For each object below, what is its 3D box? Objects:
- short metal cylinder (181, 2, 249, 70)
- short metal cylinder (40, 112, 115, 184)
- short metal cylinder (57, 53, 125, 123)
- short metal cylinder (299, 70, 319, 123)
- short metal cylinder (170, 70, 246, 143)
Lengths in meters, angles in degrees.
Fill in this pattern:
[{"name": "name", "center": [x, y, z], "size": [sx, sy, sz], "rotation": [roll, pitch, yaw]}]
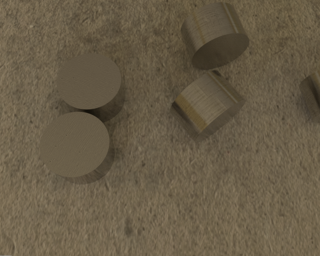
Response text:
[{"name": "short metal cylinder", "center": [0.074, -0.124, 0.425], "size": [0.081, 0.080, 0.050], "rotation": [-15, 71, -6]}, {"name": "short metal cylinder", "center": [-0.099, 0.026, 0.384], "size": [0.081, 0.050, 0.080], "rotation": [0, 70, 0]}, {"name": "short metal cylinder", "center": [-0.089, -0.052, 0.413], "size": [0.081, 0.050, 0.080], "rotation": [0, 70, 0]}, {"name": "short metal cylinder", "center": [0.229, -0.045, 0.398], "size": [0.081, 0.080, 0.050], "rotation": [-12, 71, -5]}, {"name": "short metal cylinder", "center": [0.059, -0.026, 0.389], "size": [0.080, 0.080, 0.050], "rotation": [-36, 74, -12]}]
